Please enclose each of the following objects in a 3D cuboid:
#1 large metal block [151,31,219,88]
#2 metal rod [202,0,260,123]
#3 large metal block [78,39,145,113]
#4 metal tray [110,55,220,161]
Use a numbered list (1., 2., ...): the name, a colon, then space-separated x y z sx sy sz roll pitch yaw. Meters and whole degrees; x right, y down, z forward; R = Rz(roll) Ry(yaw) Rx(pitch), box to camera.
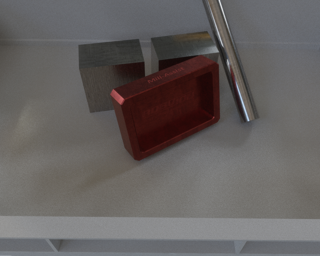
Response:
1. large metal block: 0.032 -0.085 0.441 0.081 0.080 0.050 -10 51 -8
2. metal rod: 0.080 -0.152 0.432 0.025 0.025 0.298 -15 85 -13
3. large metal block: -0.064 -0.071 0.428 0.081 0.080 0.050 -8 51 -7
4. metal tray: 0.013 -0.025 0.381 0.131 0.089 0.030 -25 40 -20
